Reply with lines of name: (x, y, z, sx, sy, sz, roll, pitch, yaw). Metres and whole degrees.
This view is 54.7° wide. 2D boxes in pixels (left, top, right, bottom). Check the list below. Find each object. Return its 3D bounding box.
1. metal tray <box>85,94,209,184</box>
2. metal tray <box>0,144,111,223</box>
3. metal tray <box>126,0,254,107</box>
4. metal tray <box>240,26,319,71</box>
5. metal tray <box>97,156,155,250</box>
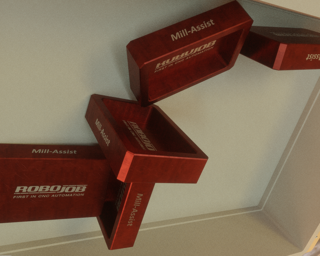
metal tray: (-0.020, 0.008, 0.335, 0.091, 0.130, 0.030, 7, 115, -32)
metal tray: (-0.130, 0.066, 0.368, 0.131, 0.030, 0.089, 3, 117, -25)
metal tray: (0.030, -0.079, 0.344, 0.131, 0.030, 0.090, -25, 160, -13)
metal tray: (0.168, -0.103, 0.393, 0.131, 0.090, 0.030, -7, 121, -25)
metal tray: (-0.047, 0.071, 0.384, 0.030, 0.090, 0.129, 4, 116, -30)
